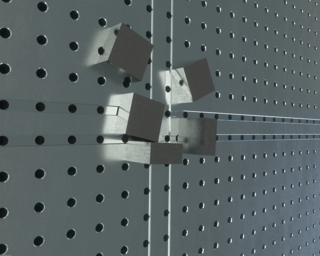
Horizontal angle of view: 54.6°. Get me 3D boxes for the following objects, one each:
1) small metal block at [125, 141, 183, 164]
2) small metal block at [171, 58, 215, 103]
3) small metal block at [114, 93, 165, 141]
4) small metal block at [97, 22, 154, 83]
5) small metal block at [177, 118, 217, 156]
[{"bbox_3d":[-0.008,0.030,0.385,0.050,0.050,0.025,5,88,-40],"label":"small metal block"},{"bbox_3d":[0.049,-0.069,0.449,0.050,0.025,0.050,-30,109,-36],"label":"small metal block"},{"bbox_3d":[-0.025,-0.012,0.387,0.050,0.025,0.050,17,79,-39],"label":"small metal block"},{"bbox_3d":[-0.041,-0.089,0.374,0.050,0.025,0.050,28,73,-37],"label":"small metal block"},{"bbox_3d":[0.051,0.012,0.435,0.025,0.050,0.050,7,86,-40],"label":"small metal block"}]
